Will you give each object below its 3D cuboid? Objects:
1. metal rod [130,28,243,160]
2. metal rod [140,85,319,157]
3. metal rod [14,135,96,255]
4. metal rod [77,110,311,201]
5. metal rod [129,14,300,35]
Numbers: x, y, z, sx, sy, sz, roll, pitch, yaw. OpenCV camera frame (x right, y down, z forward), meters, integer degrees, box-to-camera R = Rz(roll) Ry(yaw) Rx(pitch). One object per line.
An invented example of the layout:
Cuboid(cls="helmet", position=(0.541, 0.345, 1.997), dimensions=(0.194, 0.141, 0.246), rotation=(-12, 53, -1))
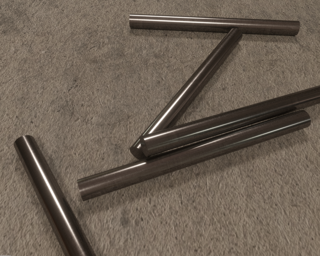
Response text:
Cuboid(cls="metal rod", position=(0.053, -0.066, 0.459), dimensions=(0.025, 0.025, 0.301), rotation=(26, 54, 19))
Cuboid(cls="metal rod", position=(0.119, -0.018, 0.404), dimensions=(0.302, 0.025, 0.025), rotation=(-16, 52, -19))
Cuboid(cls="metal rod", position=(-0.085, 0.114, 0.306), dimensions=(0.025, 0.025, 0.300), rotation=(-27, 55, -21))
Cuboid(cls="metal rod", position=(0.052, 0.028, 0.379), dimensions=(0.302, 0.025, 0.025), rotation=(-16, 52, -14))
Cuboid(cls="metal rod", position=(0.096, -0.188, 0.562), dimensions=(0.302, 0.025, 0.025), rotation=(3, 50, 2))
